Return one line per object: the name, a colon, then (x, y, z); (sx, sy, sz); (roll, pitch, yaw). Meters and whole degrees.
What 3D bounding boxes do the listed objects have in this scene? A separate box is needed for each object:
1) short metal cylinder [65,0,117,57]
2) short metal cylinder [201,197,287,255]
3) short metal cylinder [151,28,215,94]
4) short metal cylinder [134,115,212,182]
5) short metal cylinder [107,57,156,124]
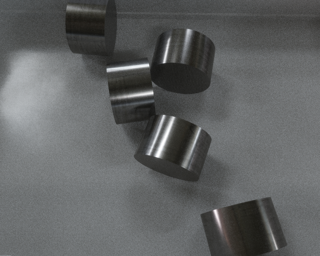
short metal cylinder: (-0.093, -0.142, 0.432); (0.050, 0.080, 0.080); (5, 70, 2)
short metal cylinder: (0.090, 0.111, 0.340); (0.081, 0.080, 0.050); (-12, 71, -4)
short metal cylinder: (0.030, -0.086, 0.412); (0.080, 0.080, 0.050); (10, 71, 3)
short metal cylinder: (0.016, 0.025, 0.371); (0.080, 0.080, 0.050); (19, 71, 7)
short metal cylinder: (-0.036, -0.047, 0.397); (0.050, 0.080, 0.080); (-8, 70, -3)
